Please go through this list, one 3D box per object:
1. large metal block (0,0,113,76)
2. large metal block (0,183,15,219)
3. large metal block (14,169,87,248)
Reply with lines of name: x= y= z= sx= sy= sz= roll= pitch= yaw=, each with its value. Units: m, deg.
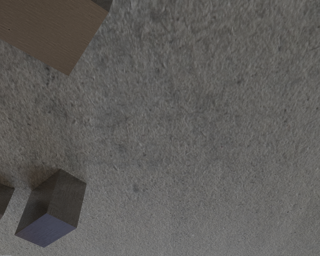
large metal block: x=-0.101 y=-0.111 z=0.295 sx=0.080 sy=0.050 sz=0.080 roll=29 pitch=124 yaw=-23
large metal block: x=-0.292 y=0.122 z=0.491 sx=0.080 sy=0.050 sz=0.080 roll=29 pitch=124 yaw=-23
large metal block: x=-0.164 y=0.122 z=0.473 sx=0.080 sy=0.080 sz=0.050 roll=-35 pitch=122 yaw=26
